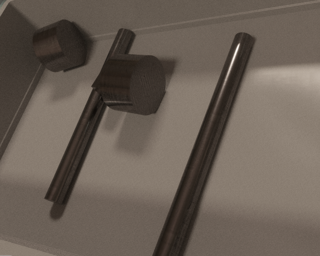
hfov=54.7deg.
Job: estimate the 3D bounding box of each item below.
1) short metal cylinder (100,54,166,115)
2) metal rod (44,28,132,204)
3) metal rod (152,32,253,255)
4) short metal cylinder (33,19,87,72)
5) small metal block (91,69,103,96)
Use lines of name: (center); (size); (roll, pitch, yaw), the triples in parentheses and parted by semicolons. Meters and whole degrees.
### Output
short metal cylinder: (-0.035, -0.060, 0.424); (0.050, 0.080, 0.080); (11, 67, 32)
metal rod: (-0.102, -0.032, 0.476); (0.025, 0.025, 0.300); (4, 63, 29)
metal rod: (0.058, 0.009, 0.368); (0.025, 0.025, 0.300); (10, 67, 32)
short metal cylinder: (-0.176, -0.144, 0.549); (0.050, 0.080, 0.080); (-12, 57, 21)
small metal block: (-0.067, -0.066, 0.464); (0.025, 0.050, 0.050); (17, 70, 34)
